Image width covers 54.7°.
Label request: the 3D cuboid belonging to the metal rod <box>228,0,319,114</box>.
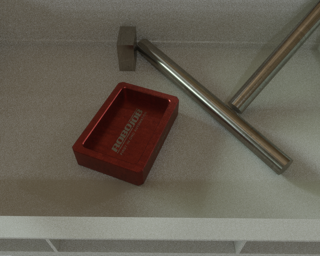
[{"bbox_3d":[0.204,-0.140,0.436,0.300,0.025,0.025,-48,62,-1],"label":"metal rod"}]

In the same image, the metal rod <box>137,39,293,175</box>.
[{"bbox_3d":[0.060,-0.046,0.444,0.025,0.025,0.300,-29,56,-23],"label":"metal rod"}]

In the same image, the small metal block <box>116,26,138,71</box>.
[{"bbox_3d":[-0.052,-0.126,0.494,0.025,0.050,0.050,1,50,1],"label":"small metal block"}]

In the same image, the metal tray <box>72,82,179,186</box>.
[{"bbox_3d":[-0.039,0.001,0.400,0.090,0.030,0.130,17,52,13],"label":"metal tray"}]
